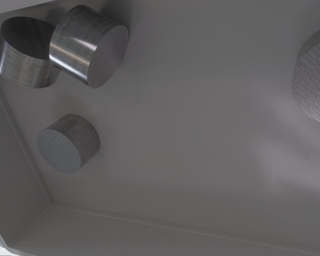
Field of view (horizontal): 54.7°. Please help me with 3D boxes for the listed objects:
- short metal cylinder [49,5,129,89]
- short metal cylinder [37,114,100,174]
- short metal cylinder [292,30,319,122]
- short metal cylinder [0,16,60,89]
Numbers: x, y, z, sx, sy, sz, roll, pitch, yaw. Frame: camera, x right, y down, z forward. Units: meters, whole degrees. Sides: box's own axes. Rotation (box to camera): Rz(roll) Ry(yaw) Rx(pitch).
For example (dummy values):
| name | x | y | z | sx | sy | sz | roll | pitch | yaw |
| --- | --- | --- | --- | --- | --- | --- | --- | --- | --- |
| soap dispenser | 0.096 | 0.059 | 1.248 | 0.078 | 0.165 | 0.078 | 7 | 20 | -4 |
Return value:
| name | x | y | z | sx | sy | sz | roll | pitch | yaw |
| --- | --- | --- | --- | --- | --- | --- | --- | --- | --- |
| short metal cylinder | -0.080 | -0.093 | 0.358 | 0.050 | 0.080 | 0.079 | 31 | 128 | 8 |
| short metal cylinder | -0.141 | 0.025 | 0.483 | 0.080 | 0.050 | 0.079 | 13 | 124 | 21 |
| short metal cylinder | 0.163 | -0.049 | 0.276 | 0.080 | 0.050 | 0.079 | 13 | 124 | 21 |
| short metal cylinder | -0.165 | -0.097 | 0.400 | 0.080 | 0.080 | 0.050 | 39 | 129 | 1 |
